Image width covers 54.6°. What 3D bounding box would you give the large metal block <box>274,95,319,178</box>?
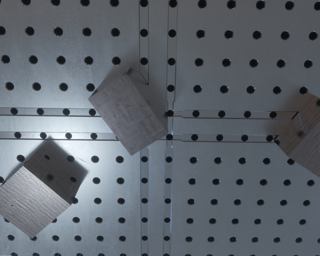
[{"bbox_3d":[0.216,0.017,0.408,0.080,0.050,0.080,32,107,-11],"label":"large metal block"}]

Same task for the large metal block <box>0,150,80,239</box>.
[{"bbox_3d":[-0.175,0.092,0.432,0.080,0.050,0.080,-41,105,13],"label":"large metal block"}]

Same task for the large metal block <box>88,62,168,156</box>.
[{"bbox_3d":[-0.034,-0.026,0.374,0.050,0.080,0.080,-32,107,11],"label":"large metal block"}]
